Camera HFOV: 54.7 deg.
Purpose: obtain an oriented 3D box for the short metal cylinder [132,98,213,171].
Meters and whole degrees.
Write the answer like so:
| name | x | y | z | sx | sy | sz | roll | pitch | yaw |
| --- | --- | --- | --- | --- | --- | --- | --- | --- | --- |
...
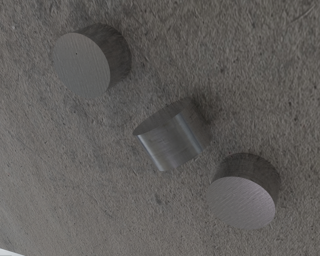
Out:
| name | x | y | z | sx | sy | sz | roll | pitch | yaw |
| --- | --- | --- | --- | --- | --- | --- | --- | --- | --- |
| short metal cylinder | 0.015 | 0.006 | 0.367 | 0.080 | 0.080 | 0.050 | -22 | 106 | 36 |

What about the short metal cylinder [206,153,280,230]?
| name | x | y | z | sx | sy | sz | roll | pitch | yaw |
| --- | --- | --- | --- | --- | --- | --- | --- | --- | --- |
| short metal cylinder | 0.104 | 0.078 | 0.384 | 0.080 | 0.050 | 0.079 | 13 | 124 | 21 |

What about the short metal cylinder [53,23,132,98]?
| name | x | y | z | sx | sy | sz | roll | pitch | yaw |
| --- | --- | --- | --- | --- | --- | --- | --- | --- | --- |
| short metal cylinder | -0.082 | -0.083 | 0.383 | 0.080 | 0.050 | 0.079 | 13 | 124 | 21 |
